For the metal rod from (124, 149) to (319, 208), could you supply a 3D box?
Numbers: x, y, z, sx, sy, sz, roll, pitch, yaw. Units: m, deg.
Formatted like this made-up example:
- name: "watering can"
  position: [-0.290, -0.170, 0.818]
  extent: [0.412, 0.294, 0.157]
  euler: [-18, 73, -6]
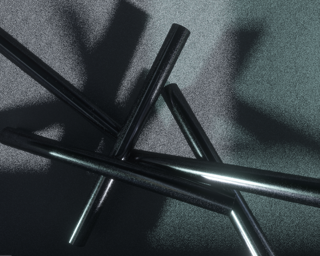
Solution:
- name: "metal rod"
  position: [0.074, 0.050, 0.319]
  extent: [0.300, 0.025, 0.025]
  euler: [5, 90, 39]

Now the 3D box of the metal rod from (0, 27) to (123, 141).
- name: "metal rod"
  position: [-0.165, -0.083, 0.385]
  extent: [0.300, 0.025, 0.025]
  euler: [39, 90, -10]

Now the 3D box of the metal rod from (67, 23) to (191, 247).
- name: "metal rod"
  position: [-0.040, 0.010, 0.389]
  extent: [0.025, 0.025, 0.299]
  euler: [26, 92, -1]

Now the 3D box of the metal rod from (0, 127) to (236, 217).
- name: "metal rod"
  position: [-0.064, 0.045, 0.365]
  extent: [0.301, 0.025, 0.025]
  euler: [14, 90, 18]

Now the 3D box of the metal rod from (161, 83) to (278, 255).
- name: "metal rod"
  position: [0.074, 0.069, 0.351]
  extent: [0.025, 0.025, 0.299]
  euler: [-27, 65, 0]
